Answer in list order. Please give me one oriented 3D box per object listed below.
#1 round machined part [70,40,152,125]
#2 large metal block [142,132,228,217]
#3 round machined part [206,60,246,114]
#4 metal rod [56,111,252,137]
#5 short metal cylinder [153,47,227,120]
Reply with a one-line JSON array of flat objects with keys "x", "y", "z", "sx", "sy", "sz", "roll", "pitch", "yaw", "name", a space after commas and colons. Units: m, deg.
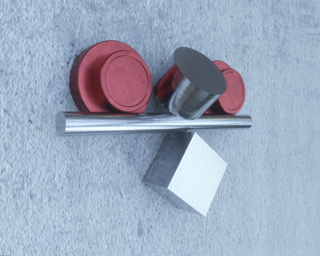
[{"x": -0.048, "y": -0.051, "z": 0.354, "sx": 0.099, "sy": 0.042, "sz": 0.097, "roll": 0, "pitch": 90, "yaw": -40, "name": "round machined part"}, {"x": 0.036, "y": 0.060, "z": 0.417, "sx": 0.080, "sy": 0.050, "sz": 0.080, "roll": 43, "pitch": 64, "yaw": -32, "name": "large metal block"}, {"x": 0.094, "y": -0.054, "z": 0.473, "sx": 0.099, "sy": 0.042, "sz": 0.097, "roll": 0, "pitch": 90, "yaw": -40, "name": "round machined part"}, {"x": 0.020, "y": -0.007, "z": 0.395, "sx": 0.302, "sy": 0.025, "sz": 0.025, "roll": -1, "pitch": 91, "yaw": -40, "name": "metal rod"}, {"x": 0.038, "y": -0.057, "z": 0.397, "sx": 0.080, "sy": 0.050, "sz": 0.080, "roll": 22, "pitch": 43, "yaw": -22, "name": "short metal cylinder"}]
